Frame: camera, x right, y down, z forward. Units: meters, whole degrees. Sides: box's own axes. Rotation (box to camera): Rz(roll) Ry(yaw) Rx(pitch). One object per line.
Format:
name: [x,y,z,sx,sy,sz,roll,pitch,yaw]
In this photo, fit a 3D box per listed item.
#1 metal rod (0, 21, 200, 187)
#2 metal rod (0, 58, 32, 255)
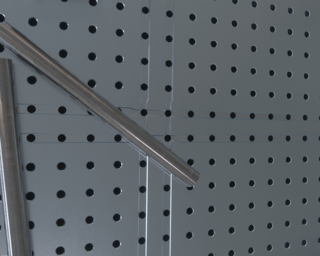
metal rod: [-0.066,-0.019,0.388,0.301,0.025,0.025,39,78,-16]
metal rod: [-0.166,0.073,0.351,0.025,0.025,0.298,-6,92,-20]
